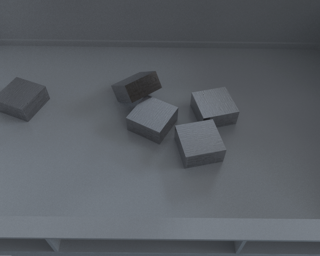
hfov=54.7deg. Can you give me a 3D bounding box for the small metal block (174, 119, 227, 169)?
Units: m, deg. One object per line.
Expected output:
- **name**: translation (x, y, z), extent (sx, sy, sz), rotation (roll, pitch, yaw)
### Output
- **small metal block**: translation (0.049, 0.019, 0.390), extent (0.050, 0.025, 0.050), rotation (-10, 51, -9)

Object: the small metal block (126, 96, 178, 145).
- **small metal block**: translation (-0.010, -0.012, 0.415), extent (0.050, 0.025, 0.050), rotation (24, 54, 18)

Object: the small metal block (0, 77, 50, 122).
- **small metal block**: translation (-0.195, -0.041, 0.437), extent (0.050, 0.025, 0.050), rotation (18, 52, 14)

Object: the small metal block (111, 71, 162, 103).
- **small metal block**: translation (-0.034, -0.059, 0.438), extent (0.050, 0.025, 0.050), rotation (-30, 21, -23)

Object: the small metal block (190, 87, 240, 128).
- **small metal block**: translation (0.075, -0.028, 0.429), extent (0.050, 0.025, 0.050), rotation (-11, 51, -10)
